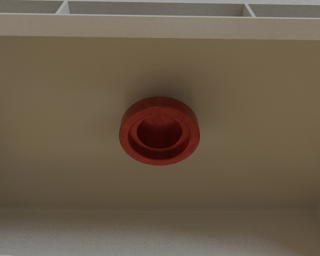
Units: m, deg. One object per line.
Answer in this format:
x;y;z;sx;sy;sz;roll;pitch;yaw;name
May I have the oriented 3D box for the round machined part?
-0.001;0.000;0.393;0.099;0.042;0.097;0;130;0;round machined part
